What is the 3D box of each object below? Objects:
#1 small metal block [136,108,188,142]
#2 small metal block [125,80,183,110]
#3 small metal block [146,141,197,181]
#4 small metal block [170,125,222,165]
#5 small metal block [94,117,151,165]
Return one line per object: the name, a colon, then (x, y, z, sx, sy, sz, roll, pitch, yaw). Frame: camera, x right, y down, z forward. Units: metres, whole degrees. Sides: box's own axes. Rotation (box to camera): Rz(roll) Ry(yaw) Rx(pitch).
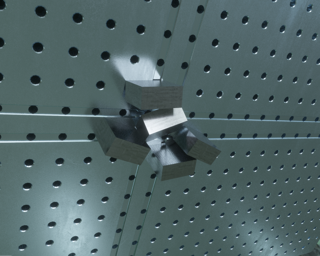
small metal block: (0.000, -0.005, 0.389, 0.050, 0.025, 0.050, -20, 170, -17)
small metal block: (-0.008, -0.040, 0.362, 0.050, 0.050, 0.025, -5, 108, -26)
small metal block: (0.015, 0.044, 0.430, 0.050, 0.050, 0.025, -8, 122, -25)
small metal block: (0.050, 0.021, 0.435, 0.050, 0.050, 0.025, 26, 104, -37)
small metal block: (-0.046, 0.016, 0.379, 0.050, 0.050, 0.025, 22, 107, -36)
